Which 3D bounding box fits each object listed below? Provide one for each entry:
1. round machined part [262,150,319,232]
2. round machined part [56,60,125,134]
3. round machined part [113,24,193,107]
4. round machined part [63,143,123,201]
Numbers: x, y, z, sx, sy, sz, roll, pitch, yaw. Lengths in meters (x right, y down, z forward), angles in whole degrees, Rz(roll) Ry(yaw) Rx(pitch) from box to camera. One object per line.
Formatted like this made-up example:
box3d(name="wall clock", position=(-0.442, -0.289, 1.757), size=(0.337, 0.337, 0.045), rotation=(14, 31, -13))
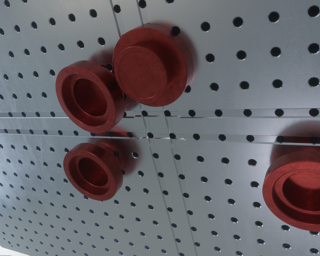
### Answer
box3d(name="round machined part", position=(0.170, 0.066, 0.351), size=(0.098, 0.042, 0.097), rotation=(13, 124, 21))
box3d(name="round machined part", position=(-0.088, -0.045, 0.417), size=(0.098, 0.042, 0.097), rotation=(16, 128, 23))
box3d(name="round machined part", position=(-0.014, -0.069, 0.366), size=(0.098, 0.042, 0.097), rotation=(13, 124, 21))
box3d(name="round machined part", position=(-0.101, 0.065, 0.494), size=(0.098, 0.042, 0.097), rotation=(13, 124, 21))
